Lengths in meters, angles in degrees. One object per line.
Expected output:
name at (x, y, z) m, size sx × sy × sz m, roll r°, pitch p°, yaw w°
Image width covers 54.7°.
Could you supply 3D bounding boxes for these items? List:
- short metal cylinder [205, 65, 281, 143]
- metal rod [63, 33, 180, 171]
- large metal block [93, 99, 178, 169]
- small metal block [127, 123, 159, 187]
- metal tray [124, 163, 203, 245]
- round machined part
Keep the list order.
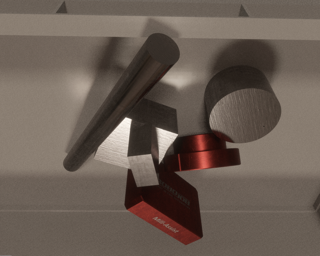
short metal cylinder at (0.096, -0.028, 0.371) m, size 0.081 × 0.050 × 0.079 m, roll 0°, pitch 130°, yaw 0°
metal rod at (-0.063, -0.001, 0.331) m, size 0.025 × 0.025 × 0.299 m, roll 22°, pitch 151°, yaw -18°
large metal block at (-0.031, 0.007, 0.399) m, size 0.081 × 0.050 × 0.079 m, roll 18°, pitch 128°, yaw -15°
small metal block at (-0.018, 0.031, 0.353) m, size 0.025 × 0.050 × 0.050 m, roll -7°, pitch 130°, yaw 6°
metal tray at (0.008, 0.102, 0.453) m, size 0.030 × 0.090 × 0.130 m, roll -34°, pitch 123°, yaw 25°
round machined part at (0.052, 0.032, 0.404) m, size 0.099 × 0.042 × 0.098 m, roll -6°, pitch 173°, yaw -1°
